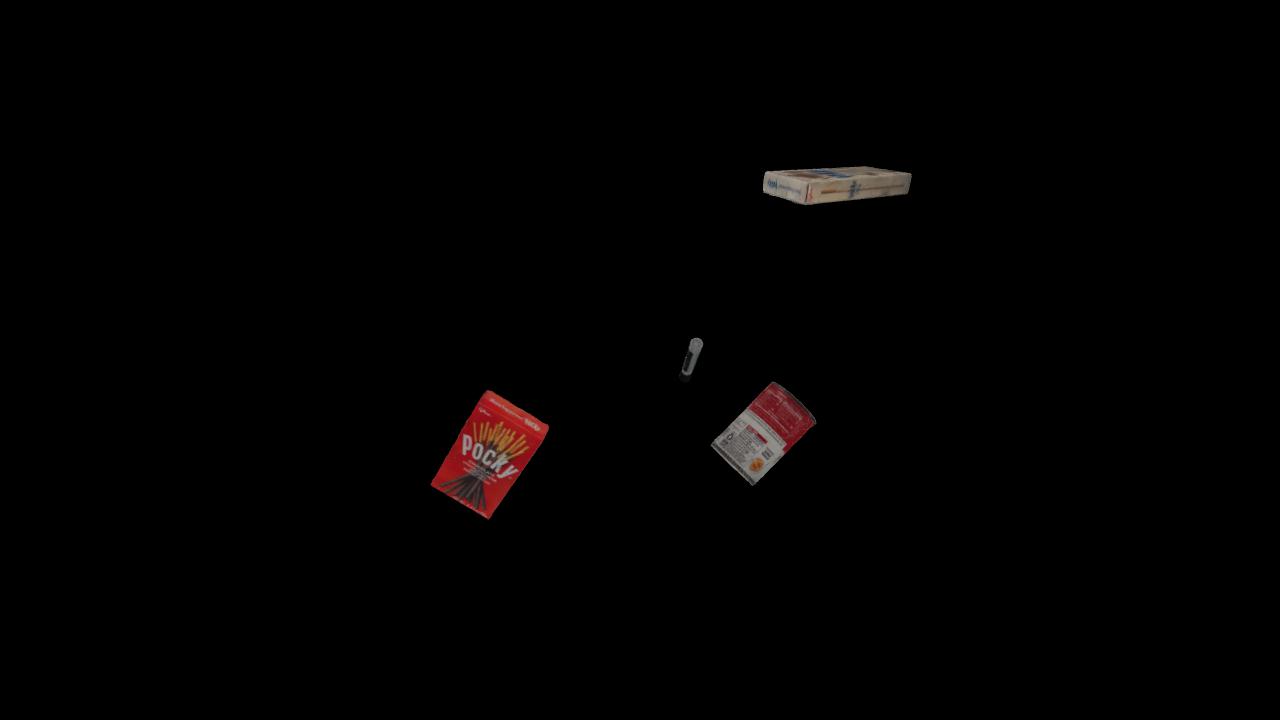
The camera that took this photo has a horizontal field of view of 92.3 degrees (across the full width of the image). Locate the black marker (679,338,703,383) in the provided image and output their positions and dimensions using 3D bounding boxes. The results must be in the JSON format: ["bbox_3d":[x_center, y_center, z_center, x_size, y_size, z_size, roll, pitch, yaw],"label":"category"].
[{"bbox_3d":[0.075,0.003,0.921,0.020,0.020,0.121,0,-26,-5],"label":"black marker"}]

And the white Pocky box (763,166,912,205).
[{"bbox_3d":[0.232,-0.208,0.727,0.154,0.028,0.084,-11,27,-22],"label":"white Pocky box"}]

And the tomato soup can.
[{"bbox_3d":[0.137,0.083,0.690,0.068,0.101,0.068,45,-3,3],"label":"tomato soup can"}]

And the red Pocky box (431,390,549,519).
[{"bbox_3d":[-0.174,0.111,0.702,0.083,0.155,0.028,33,30,-6],"label":"red Pocky box"}]
